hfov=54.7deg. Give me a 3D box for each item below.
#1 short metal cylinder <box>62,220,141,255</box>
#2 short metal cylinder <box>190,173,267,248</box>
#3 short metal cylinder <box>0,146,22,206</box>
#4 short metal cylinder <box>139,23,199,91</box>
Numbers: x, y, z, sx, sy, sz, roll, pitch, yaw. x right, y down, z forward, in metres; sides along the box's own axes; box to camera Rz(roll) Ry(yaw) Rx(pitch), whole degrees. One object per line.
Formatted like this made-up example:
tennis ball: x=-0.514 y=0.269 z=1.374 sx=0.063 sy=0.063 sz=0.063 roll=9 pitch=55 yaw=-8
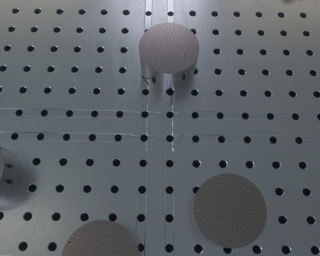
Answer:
short metal cylinder: x=-0.062 y=0.145 z=0.345 sx=0.081 sy=0.050 sz=0.080 roll=0 pitch=70 yaw=0
short metal cylinder: x=0.077 y=0.098 z=0.363 sx=0.081 sy=0.050 sz=0.080 roll=0 pitch=70 yaw=0
short metal cylinder: x=-0.219 y=0.056 z=0.376 sx=0.081 sy=0.050 sz=0.080 roll=0 pitch=70 yaw=0
short metal cylinder: x=0.012 y=-0.099 z=0.434 sx=0.081 sy=0.050 sz=0.080 roll=0 pitch=70 yaw=0
